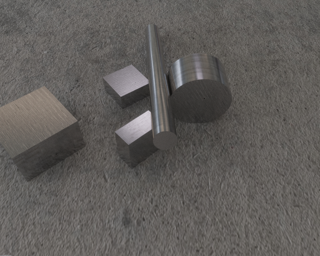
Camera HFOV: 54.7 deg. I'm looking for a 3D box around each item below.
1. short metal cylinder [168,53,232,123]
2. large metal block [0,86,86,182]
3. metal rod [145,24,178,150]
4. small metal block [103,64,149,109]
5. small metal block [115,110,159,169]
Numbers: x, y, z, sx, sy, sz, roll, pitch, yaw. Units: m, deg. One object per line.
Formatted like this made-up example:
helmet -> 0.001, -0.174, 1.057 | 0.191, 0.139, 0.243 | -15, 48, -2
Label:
short metal cylinder -> 0.051, -0.051, 0.411 | 0.081, 0.080, 0.050 | -2, 50, -2
large metal block -> -0.153, 0.005, 0.382 | 0.080, 0.050, 0.080 | -34, 58, -25
metal rod -> -0.004, -0.080, 0.431 | 0.025, 0.025, 0.300 | -3, 38, -2
small metal block -> -0.048, -0.061, 0.454 | 0.050, 0.025, 0.050 | -29, 56, -23
small metal block -> -0.024, 0.014, 0.375 | 0.050, 0.050, 0.025 | -35, 58, -25
